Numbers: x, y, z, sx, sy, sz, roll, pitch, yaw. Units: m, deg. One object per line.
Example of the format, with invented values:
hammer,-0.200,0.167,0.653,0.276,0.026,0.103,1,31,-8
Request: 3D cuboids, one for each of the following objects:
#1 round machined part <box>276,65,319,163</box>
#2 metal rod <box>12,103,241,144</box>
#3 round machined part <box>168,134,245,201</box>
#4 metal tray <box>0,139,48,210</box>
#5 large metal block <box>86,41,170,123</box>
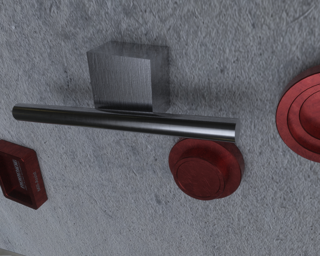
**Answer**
round machined part,0.166,-0.016,0.298,0.098,0.042,0.097,13,124,21
metal rod,-0.059,-0.010,0.367,0.301,0.025,0.025,5,121,25
round machined part,0.055,0.054,0.400,0.098,0.042,0.097,13,124,21
metal tray,-0.276,0.093,0.606,0.090,0.030,0.129,14,124,20
large metal block,-0.035,-0.056,0.375,0.080,0.050,0.079,12,123,21
